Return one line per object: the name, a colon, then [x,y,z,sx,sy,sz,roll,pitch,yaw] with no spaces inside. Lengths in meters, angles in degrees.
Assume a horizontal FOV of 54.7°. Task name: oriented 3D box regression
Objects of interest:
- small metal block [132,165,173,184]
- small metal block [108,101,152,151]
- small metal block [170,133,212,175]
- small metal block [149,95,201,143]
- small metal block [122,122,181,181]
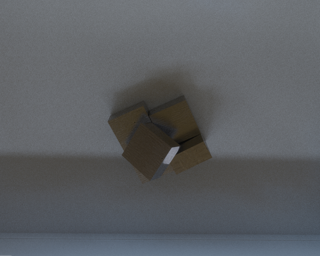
small metal block: [-0.012,0.041,0.425,0.050,0.025,0.050,-24,109,8]
small metal block: [-0.033,-0.001,0.409,0.050,0.025,0.050,-24,109,8]
small metal block: [0.036,0.029,0.407,0.050,0.050,0.025,-27,108,8]
small metal block: [0.020,-0.008,0.407,0.050,0.025,0.050,-24,109,8]
small metal block: [-0.011,0.028,0.380,0.050,0.025,0.050,39,108,22]
